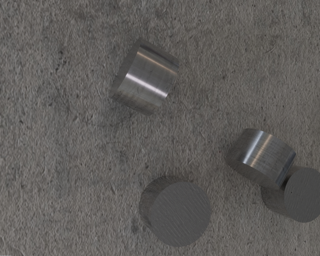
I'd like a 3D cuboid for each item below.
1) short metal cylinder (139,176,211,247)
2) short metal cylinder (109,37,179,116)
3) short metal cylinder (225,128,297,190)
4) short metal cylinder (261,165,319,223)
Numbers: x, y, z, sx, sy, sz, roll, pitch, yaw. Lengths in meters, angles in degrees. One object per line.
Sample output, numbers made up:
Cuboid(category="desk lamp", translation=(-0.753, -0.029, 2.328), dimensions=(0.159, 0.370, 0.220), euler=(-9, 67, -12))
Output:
Cuboid(category="short metal cylinder", translation=(0.018, 0.105, 0.403), dimensions=(0.081, 0.050, 0.080), euler=(0, 90, -20))
Cuboid(category="short metal cylinder", translation=(-0.020, -0.061, 0.372), dimensions=(0.050, 0.080, 0.080), euler=(26, 81, -18))
Cuboid(category="short metal cylinder", translation=(0.139, 0.043, 0.431), dimensions=(0.080, 0.080, 0.050), euler=(36, 78, -17))
Cuboid(category="short metal cylinder", translation=(0.203, 0.097, 0.470), dimensions=(0.081, 0.050, 0.080), euler=(0, 90, -20))
